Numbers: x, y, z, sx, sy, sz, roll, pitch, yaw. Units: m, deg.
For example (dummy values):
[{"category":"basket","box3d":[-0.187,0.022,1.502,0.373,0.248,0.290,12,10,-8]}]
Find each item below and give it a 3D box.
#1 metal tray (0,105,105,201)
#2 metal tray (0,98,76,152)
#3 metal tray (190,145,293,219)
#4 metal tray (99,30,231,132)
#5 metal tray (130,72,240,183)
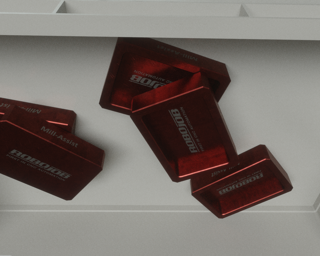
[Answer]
[{"category":"metal tray","box3d":[-0.149,0.037,0.395,0.131,0.030,0.090,31,123,-25]},{"category":"metal tray","box3d":[-0.183,0.009,0.411,0.131,0.030,0.089,10,129,-9]},{"category":"metal tray","box3d":[0.125,0.088,0.482,0.130,0.030,0.090,-31,124,23]},{"category":"metal tray","box3d":[0.004,-0.049,0.363,0.131,0.030,0.089,15,129,-13]},{"category":"metal tray","box3d":[0.033,0.006,0.371,0.090,0.030,0.130,-19,128,15]}]
